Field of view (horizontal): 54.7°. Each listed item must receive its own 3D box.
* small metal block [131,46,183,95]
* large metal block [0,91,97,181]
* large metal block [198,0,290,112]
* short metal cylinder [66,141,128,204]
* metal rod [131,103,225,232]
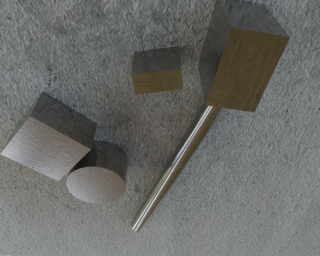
[{"bbox_3d":[-0.002,-0.063,0.337,0.050,0.050,0.025,-6,130,5],"label":"small metal block"},{"bbox_3d":[-0.141,0.013,0.401,0.080,0.050,0.080,34,122,-25],"label":"large metal block"},{"bbox_3d":[0.076,-0.074,0.309,0.050,0.080,0.079,8,130,-7],"label":"large metal block"},{"bbox_3d":[-0.088,0.064,0.445,0.081,0.050,0.079,0,130,0],"label":"short metal cylinder"},{"bbox_3d":[0.016,0.070,0.466,0.025,0.025,0.298,17,128,-14],"label":"metal rod"}]
